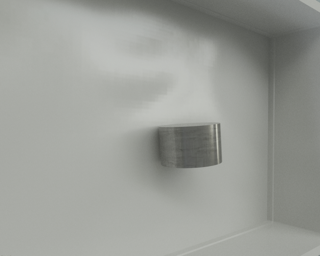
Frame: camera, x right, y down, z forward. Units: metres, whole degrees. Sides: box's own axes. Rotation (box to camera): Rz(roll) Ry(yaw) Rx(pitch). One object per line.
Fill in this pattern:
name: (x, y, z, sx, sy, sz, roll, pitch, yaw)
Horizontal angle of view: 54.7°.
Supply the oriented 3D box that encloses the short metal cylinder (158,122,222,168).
short metal cylinder: (0.040, 0.020, 0.406, 0.081, 0.080, 0.050, -6, 94, -40)
